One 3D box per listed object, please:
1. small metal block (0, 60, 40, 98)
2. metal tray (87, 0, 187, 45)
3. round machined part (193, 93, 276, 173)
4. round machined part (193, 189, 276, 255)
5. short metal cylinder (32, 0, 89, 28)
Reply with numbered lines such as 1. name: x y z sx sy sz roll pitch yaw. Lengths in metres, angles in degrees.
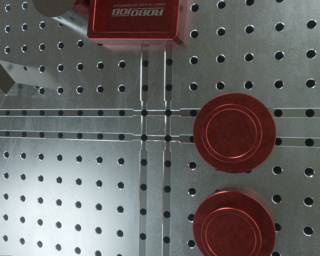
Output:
1. small metal block: -0.224 -0.075 0.476 0.025 0.050 0.050 -46 76 14
2. metal tray: -0.032 -0.161 0.420 0.130 0.030 0.089 6 92 19
3. round machined part: 0.088 0.006 0.372 0.098 0.042 0.097 0 90 19
4. round machined part: 0.087 0.125 0.372 0.098 0.042 0.097 0 90 19
5. short metal cylinder: -0.135 -0.191 0.445 0.080 0.050 0.079 0 90 19
